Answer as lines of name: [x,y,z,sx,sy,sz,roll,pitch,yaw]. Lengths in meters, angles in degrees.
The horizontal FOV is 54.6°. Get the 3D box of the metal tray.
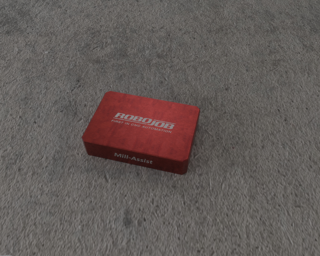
metal tray: [-0.021,0.003,0.398,0.130,0.030,0.090,11,51,9]
